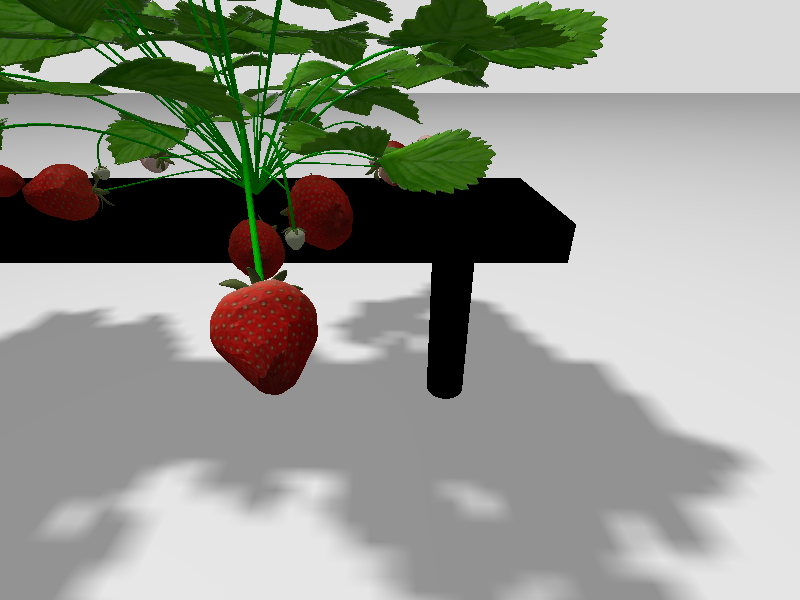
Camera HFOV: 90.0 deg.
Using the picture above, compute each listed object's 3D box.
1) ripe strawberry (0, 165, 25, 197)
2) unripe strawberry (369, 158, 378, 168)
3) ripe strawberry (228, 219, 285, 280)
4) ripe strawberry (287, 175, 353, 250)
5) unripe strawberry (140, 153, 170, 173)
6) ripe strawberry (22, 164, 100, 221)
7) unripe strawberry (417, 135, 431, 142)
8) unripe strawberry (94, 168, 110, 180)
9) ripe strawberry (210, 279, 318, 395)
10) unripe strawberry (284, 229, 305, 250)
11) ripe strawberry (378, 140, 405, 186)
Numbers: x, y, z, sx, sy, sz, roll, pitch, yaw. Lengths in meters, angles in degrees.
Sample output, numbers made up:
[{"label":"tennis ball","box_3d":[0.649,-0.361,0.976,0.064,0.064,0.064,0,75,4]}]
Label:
[{"label":"ripe strawberry","box_3d":[-0.336,-0.101,0.340,0.027,0.026,0.025,1,29,1]},{"label":"unripe strawberry","box_3d":[-0.028,-0.149,0.438,0.013,0.011,0.011,24,37,36]},{"label":"ripe strawberry","box_3d":[-0.069,-0.023,0.194,0.026,0.030,0.028,-9,31,-16]},{"label":"ripe strawberry","box_3d":[-0.043,-0.048,0.225,0.037,0.042,0.040,-17,34,-28]},{"label":"unripe strawberry","box_3d":[-0.262,-0.153,0.425,0.032,0.033,0.029,18,34,30]},{"label":"ripe strawberry","box_3d":[-0.237,-0.074,0.280,0.040,0.040,0.037,-17,33,-27]},{"label":"unripe strawberry","box_3d":[0.034,-0.170,0.457,0.036,0.035,0.033,-21,35,-34]},{"label":"unripe strawberry","box_3d":[-0.268,-0.114,0.360,0.011,0.011,0.011,4,29,7]},{"label":"ripe strawberry","box_3d":[-0.042,0.013,0.128,0.033,0.036,0.035,-9,-41,-16]},{"label":"unripe strawberry","box_3d":[-0.055,-0.032,0.210,0.011,0.011,0.011,-13,31,-22]},{"label":"ripe strawberry","box_3d":[0.000,-0.129,0.378,0.041,0.040,0.038,-9,30,-17]}]
